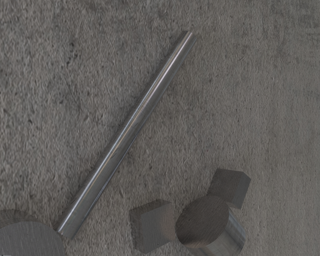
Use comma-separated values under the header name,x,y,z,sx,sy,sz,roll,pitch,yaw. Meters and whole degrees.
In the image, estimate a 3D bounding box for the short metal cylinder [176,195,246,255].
name,x,y,z,sx,sy,sz,roll,pitch,yaw
short metal cylinder,0.070,0.141,0.427,0.050,0.080,0.080,52,60,-28

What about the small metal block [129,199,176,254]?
name,x,y,z,sx,sy,sz,roll,pitch,yaw
small metal block,-0.009,0.124,0.397,0.050,0.025,0.050,-11,97,-39

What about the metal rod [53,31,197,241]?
name,x,y,z,sx,sy,sz,roll,pitch,yaw
metal rod,-0.030,-0.009,0.379,0.025,0.025,0.300,45,63,-31

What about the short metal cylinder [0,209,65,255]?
name,x,y,z,sx,sy,sz,roll,pitch,yaw
short metal cylinder,-0.134,0.118,0.277,0.081,0.050,0.080,0,90,-40

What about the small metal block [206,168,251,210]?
name,x,y,z,sx,sy,sz,roll,pitch,yaw
small metal block,0.105,0.092,0.476,0.025,0.050,0.050,40,66,-33
